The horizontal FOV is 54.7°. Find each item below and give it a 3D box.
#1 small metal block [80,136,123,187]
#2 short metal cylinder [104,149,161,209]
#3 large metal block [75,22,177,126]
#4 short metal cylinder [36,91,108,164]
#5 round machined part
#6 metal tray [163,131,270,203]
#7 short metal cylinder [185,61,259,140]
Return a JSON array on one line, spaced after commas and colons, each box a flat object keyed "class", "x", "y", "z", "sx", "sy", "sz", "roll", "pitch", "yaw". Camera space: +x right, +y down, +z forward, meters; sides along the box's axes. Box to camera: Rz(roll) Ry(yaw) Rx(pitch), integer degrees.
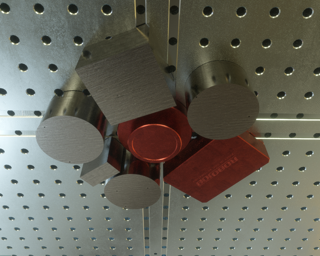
[{"class": "small metal block", "x": -0.080, "y": 0.046, "z": 0.433, "sx": 0.050, "sy": 0.050, "sz": 0.025, "roll": -30, "pitch": 124, "yaw": 23}, {"class": "short metal cylinder", "x": -0.039, "y": 0.076, "z": 0.458, "sx": 0.081, "sy": 0.050, "sz": 0.079, "roll": 0, "pitch": 130, "yaw": 0}, {"class": "large metal block", "x": -0.034, "y": -0.058, "z": 0.346, "sx": 0.080, "sy": 0.050, "sz": 0.080, "roll": -17, "pitch": 128, "yaw": 13}, {"class": "short metal cylinder", "x": -0.108, "y": 0.000, "z": 0.393, "sx": 0.081, "sy": 0.050, "sz": 0.079, "roll": 0, "pitch": 130, "yaw": 0}, {"class": "round machined part", "x": -0.007, "y": 0.008, "z": 0.406, "sx": 0.099, "sy": 0.042, "sz": 0.097, "roll": 0, "pitch": 130, "yaw": 0}, {"class": "metal tray", "x": 0.078, "y": 0.051, "z": 0.451, "sx": 0.090, "sy": 0.030, "sz": 0.129, "roll": 33, "pitch": 122, "yaw": -25}, {"class": "short metal cylinder", "x": 0.071, "y": -0.032, "z": 0.368, "sx": 0.081, "sy": 0.050, "sz": 0.079, "roll": 0, "pitch": 130, "yaw": 0}]
